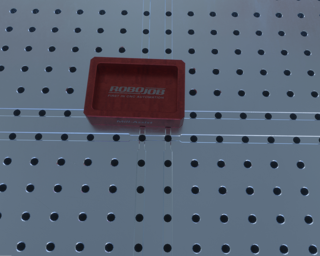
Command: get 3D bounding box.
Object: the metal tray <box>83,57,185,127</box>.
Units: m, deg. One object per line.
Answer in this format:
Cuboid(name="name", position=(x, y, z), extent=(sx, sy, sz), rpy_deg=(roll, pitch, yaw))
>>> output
Cuboid(name="metal tray", position=(-0.032, -0.050, 0.426), extent=(0.131, 0.030, 0.090), rpy_deg=(2, 70, 0))
